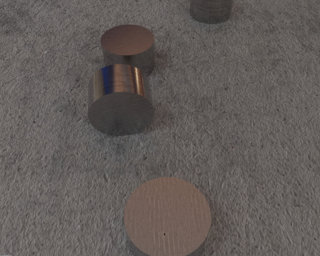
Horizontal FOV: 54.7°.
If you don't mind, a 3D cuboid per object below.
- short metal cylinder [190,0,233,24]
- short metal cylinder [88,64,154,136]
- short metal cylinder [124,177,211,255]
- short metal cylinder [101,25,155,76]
[{"bbox_3d":[0.099,-0.243,0.592,0.080,0.050,0.080,0,50,0],"label":"short metal cylinder"},{"bbox_3d":[-0.050,-0.034,0.396,0.081,0.080,0.050,-6,51,-5],"label":"short metal cylinder"},{"bbox_3d":[0.007,0.096,0.306,0.080,0.050,0.080,0,50,0],"label":"short metal cylinder"},{"bbox_3d":[-0.049,-0.118,0.486,0.080,0.050,0.080,0,50,0],"label":"short metal cylinder"}]
